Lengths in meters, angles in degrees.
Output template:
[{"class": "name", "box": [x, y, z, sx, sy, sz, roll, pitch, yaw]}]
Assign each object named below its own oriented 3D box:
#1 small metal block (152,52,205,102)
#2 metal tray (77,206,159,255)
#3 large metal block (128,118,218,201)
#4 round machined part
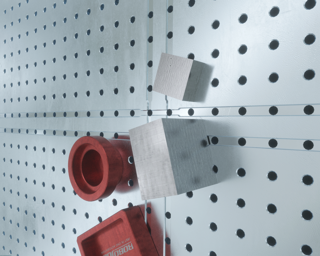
[{"class": "small metal block", "box": [0.023, -0.064, 0.391, 0.050, 0.025, 0.050, 24, 105, 37]}, {"class": "metal tray", "box": [-0.066, 0.182, 0.460, 0.130, 0.030, 0.090, -38, 67, 33]}, {"class": "large metal block", "box": [0.017, 0.034, 0.360, 0.050, 0.081, 0.080, -19, 78, 38]}, {"class": "round machined part", "box": [-0.095, 0.060, 0.477, 0.098, 0.042, 0.097, 0, 90, 40]}]
